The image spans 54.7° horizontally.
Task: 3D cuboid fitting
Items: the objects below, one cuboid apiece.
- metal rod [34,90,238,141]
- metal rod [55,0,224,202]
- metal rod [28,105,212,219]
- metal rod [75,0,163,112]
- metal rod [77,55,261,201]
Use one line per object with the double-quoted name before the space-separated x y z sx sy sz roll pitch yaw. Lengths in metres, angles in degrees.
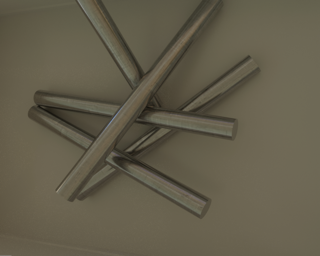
"metal rod" -0.050 -0.022 0.408 0.301 0.025 0.025 10 94 26
"metal rod" -0.021 -0.041 0.373 0.025 0.025 0.300 36 85 16
"metal rod" -0.071 0.033 0.409 0.300 0.025 0.025 25 98 27
"metal rod" -0.078 -0.139 0.345 0.025 0.025 0.299 -22 120 18
"metal rod" -0.003 0.009 0.410 0.300 0.025 0.025 -37 79 16
